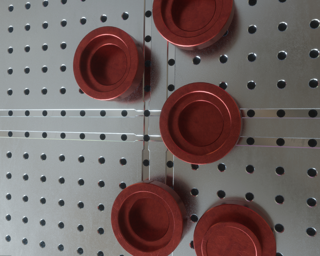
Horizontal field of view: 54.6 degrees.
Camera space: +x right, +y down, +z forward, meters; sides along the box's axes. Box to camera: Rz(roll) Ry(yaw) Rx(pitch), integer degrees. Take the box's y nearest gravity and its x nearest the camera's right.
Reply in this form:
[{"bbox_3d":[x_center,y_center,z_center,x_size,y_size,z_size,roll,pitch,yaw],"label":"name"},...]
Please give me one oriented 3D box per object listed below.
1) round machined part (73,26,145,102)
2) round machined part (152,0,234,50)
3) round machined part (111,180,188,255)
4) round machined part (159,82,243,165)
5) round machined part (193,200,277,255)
[{"bbox_3d":[-0.066,-0.085,0.427,0.098,0.042,0.097,0,90,20],"label":"round machined part"},{"bbox_3d":[0.044,-0.146,0.388,0.098,0.042,0.097,0,90,20],"label":"round machined part"},{"bbox_3d":[-0.011,0.117,0.408,0.098,0.042,0.097,0,90,20],"label":"round machined part"},{"bbox_3d":[0.052,-0.005,0.385,0.098,0.042,0.097,0,90,20],"label":"round machined part"},{"bbox_3d":[0.088,0.141,0.373,0.098,0.042,0.097,0,90,20],"label":"round machined part"}]
